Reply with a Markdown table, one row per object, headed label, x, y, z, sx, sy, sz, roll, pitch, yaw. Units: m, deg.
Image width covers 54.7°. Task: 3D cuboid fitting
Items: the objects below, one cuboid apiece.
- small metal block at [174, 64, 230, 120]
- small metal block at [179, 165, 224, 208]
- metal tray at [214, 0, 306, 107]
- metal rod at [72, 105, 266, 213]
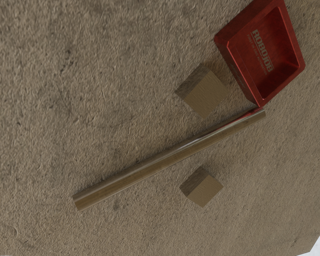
| label | x | y | z | sx | sy | sz | roll | pitch | yaw |
| --- | --- | --- | --- | --- | --- | --- | --- | --- | --- |
| small metal block | 0.056 | -0.048 | 0.410 | 0.050 | 0.025 | 0.050 | -48 | 129 | 5 |
| small metal block | 0.068 | 0.097 | 0.506 | 0.050 | 0.025 | 0.050 | -46 | 130 | 4 |
| metal tray | 0.139 | -0.101 | 0.419 | 0.090 | 0.030 | 0.130 | -43 | 130 | 1 |
| metal rod | 0.022 | 0.038 | 0.443 | 0.302 | 0.025 | 0.025 | -25 | 128 | -13 |
